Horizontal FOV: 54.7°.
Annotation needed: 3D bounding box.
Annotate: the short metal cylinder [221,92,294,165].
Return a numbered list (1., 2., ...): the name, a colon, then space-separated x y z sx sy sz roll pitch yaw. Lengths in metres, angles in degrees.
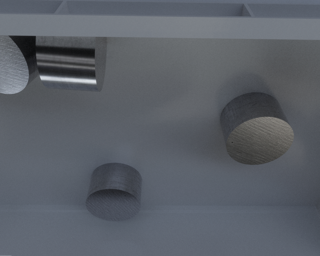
1. short metal cylinder: 0.121 0.001 0.395 0.081 0.050 0.079 0 130 0

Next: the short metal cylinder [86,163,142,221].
1. short metal cylinder: -0.069 0.099 0.476 0.081 0.050 0.079 0 130 0

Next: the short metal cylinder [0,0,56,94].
1. short metal cylinder: -0.154 -0.081 0.309 0.080 0.050 0.079 10 132 11

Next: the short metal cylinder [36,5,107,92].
1. short metal cylinder: -0.083 -0.077 0.306 0.050 0.080 0.079 3 130 -3
